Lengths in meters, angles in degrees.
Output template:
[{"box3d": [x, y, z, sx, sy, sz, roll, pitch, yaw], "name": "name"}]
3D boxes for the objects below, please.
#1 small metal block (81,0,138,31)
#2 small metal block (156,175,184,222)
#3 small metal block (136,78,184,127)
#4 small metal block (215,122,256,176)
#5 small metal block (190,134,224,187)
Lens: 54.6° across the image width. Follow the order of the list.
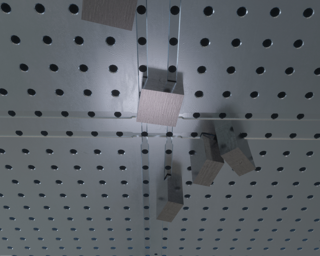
[{"box3d": [-0.047, -0.128, 0.302, 0.050, 0.025, 0.050, 10, 129, -9], "name": "small metal block"}, {"box3d": [0.015, 0.112, 0.490, 0.025, 0.050, 0.050, 16, 128, -13], "name": "small metal block"}, {"box3d": [-0.001, -0.031, 0.385, 0.050, 0.025, 0.050, 8, 130, -7], "name": "small metal block"}, {"box3d": [0.102, 0.029, 0.420, 0.025, 0.050, 0.050, -30, 124, 23], "name": "small metal block"}, {"box3d": [0.064, 0.045, 0.434, 0.025, 0.050, 0.050, 13, 129, -11], "name": "small metal block"}]
